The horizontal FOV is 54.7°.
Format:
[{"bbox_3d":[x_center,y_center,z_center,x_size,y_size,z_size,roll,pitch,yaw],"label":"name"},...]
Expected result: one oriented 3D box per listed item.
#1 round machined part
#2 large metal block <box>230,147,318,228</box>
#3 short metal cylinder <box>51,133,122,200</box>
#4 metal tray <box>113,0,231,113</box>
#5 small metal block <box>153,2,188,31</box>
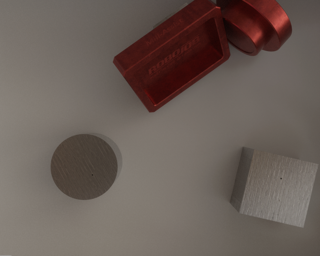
[{"bbox_3d":[0.105,-0.126,0.376,0.098,0.098,0.042,41,93,-1],"label":"round machined part"},{"bbox_3d":[0.144,0.073,0.401,0.080,0.050,0.080,13,90,-1],"label":"large metal block"},{"bbox_3d":[-0.091,0.047,0.398,0.081,0.050,0.079,0,90,-1],"label":"short metal cylinder"},{"bbox_3d":[0.019,-0.085,0.378,0.130,0.090,0.030,-36,56,0],"label":"metal tray"},{"bbox_3d":[0.019,-0.127,0.399,0.050,0.050,0.025,-36,90,0],"label":"small metal block"}]
